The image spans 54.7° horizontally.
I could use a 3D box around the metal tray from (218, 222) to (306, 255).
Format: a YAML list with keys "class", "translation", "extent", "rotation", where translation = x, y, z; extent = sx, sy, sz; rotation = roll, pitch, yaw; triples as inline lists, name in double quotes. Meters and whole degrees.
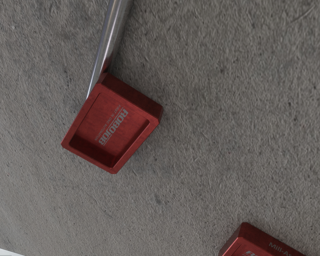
- class: "metal tray"
  translation: [0.157, 0.202, 0.445]
  extent: [0.130, 0.030, 0.089]
  rotation: [28, 128, 10]

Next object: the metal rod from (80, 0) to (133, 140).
- class: "metal rod"
  translation: [-0.066, -0.092, 0.384]
  extent: [0.025, 0.025, 0.298]
  rotation: [32, 129, 7]

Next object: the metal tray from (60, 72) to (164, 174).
- class: "metal tray"
  translation: [-0.067, -0.001, 0.418]
  extent: [0.090, 0.030, 0.129]
  rotation: [32, 127, -13]
